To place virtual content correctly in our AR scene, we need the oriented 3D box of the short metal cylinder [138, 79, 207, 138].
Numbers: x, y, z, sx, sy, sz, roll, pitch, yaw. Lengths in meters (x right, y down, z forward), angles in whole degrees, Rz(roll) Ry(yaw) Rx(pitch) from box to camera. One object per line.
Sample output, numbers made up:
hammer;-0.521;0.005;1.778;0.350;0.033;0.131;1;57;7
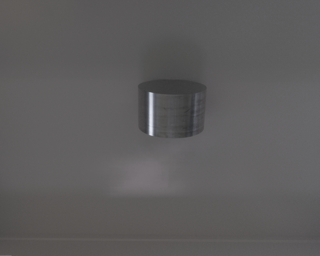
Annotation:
short metal cylinder;0.014;-0.026;0.373;0.080;0.080;0.050;1;110;0
